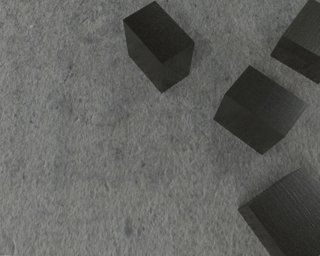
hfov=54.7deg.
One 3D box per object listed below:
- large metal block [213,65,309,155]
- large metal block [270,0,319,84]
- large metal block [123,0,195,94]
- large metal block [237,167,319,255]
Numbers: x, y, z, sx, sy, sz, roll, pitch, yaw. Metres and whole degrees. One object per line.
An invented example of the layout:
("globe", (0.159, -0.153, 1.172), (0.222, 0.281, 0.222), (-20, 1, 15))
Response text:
("large metal block", (0.120, -0.019, 0.387), (0.080, 0.080, 0.050), (38, 74, 12))
("large metal block", (0.221, -0.124, 0.443), (0.080, 0.050, 0.080), (35, 74, 11))
("large metal block", (-0.002, -0.106, 0.418), (0.050, 0.080, 0.080), (-36, 74, -12))
("large metal block", (0.152, 0.104, 0.359), (0.080, 0.050, 0.080), (-32, 73, -11))
